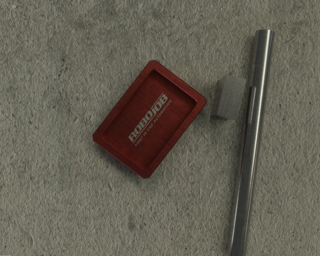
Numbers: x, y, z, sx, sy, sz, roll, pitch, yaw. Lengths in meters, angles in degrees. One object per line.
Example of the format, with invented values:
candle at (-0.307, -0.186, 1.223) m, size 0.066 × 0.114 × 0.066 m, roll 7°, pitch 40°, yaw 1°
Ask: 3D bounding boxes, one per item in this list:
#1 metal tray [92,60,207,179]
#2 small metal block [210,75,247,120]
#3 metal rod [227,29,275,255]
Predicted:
metal tray at (-0.013, -0.011, 0.407) m, size 0.090 × 0.030 × 0.130 m, roll 37°, pitch 90°, yaw -1°
small metal block at (0.087, -0.038, 0.399) m, size 0.025 × 0.050 × 0.050 m, roll 13°, pitch 90°, yaw 0°
metal rod at (0.120, 0.021, 0.411) m, size 0.025 × 0.025 × 0.298 m, roll 7°, pitch 90°, yaw -1°
